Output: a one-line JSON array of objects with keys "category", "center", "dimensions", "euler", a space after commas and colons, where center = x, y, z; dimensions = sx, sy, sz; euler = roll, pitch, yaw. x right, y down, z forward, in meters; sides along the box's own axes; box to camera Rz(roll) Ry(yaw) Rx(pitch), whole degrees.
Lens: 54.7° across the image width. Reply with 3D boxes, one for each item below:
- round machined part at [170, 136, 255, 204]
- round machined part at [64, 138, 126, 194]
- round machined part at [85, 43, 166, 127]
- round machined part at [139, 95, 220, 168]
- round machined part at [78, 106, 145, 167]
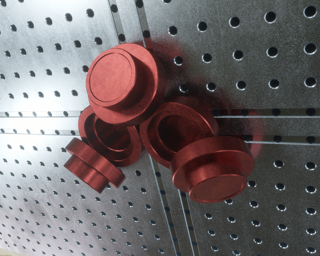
[{"category": "round machined part", "center": [0.064, 0.055, 0.365], "dimensions": [0.099, 0.042, 0.097], "euler": [-7, 142, -5]}, {"category": "round machined part", "center": [-0.102, 0.061, 0.460], "dimensions": [0.098, 0.042, 0.098], "euler": [34, 163, 12]}, {"category": "round machined part", "center": [-0.046, -0.052, 0.357], "dimensions": [0.098, 0.042, 0.098], "euler": [-5, 78, 26]}, {"category": "round machined part", "center": [0.027, 0.004, 0.387], "dimensions": [0.098, 0.042, 0.097], "euler": [13, 124, 20]}, {"category": "round machined part", "center": [-0.061, 0.003, 0.431], "dimensions": [0.098, 0.042, 0.097], "euler": [13, 124, 20]}]
